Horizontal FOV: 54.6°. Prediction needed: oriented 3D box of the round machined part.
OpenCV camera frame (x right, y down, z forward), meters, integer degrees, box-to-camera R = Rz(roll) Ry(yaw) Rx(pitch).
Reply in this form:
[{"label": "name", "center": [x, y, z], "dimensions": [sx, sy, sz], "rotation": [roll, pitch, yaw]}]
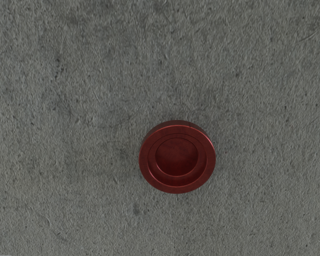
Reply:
[{"label": "round machined part", "center": [0.022, 0.035, 0.414], "dimensions": [0.099, 0.042, 0.097], "rotation": [0, 110, 0]}]
